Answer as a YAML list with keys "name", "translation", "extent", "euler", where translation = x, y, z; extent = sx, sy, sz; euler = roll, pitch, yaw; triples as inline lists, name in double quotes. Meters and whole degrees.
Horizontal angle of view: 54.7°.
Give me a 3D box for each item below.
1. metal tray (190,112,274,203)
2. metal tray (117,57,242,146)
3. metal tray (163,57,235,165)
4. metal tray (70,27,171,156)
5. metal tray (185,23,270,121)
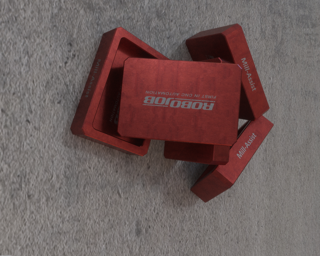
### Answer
- name: "metal tray"
  translation: [0.105, 0.043, 0.454]
  extent: [0.030, 0.090, 0.131]
  euler: [41, 60, 6]
- name: "metal tray"
  translation: [0.022, -0.029, 0.353]
  extent: [0.131, 0.030, 0.089]
  euler: [5, 86, 4]
- name: "metal tray"
  translation: [0.050, -0.020, 0.408]
  extent: [0.030, 0.090, 0.129]
  euler: [8, 85, -40]
- name: "metal tray"
  translation: [-0.041, -0.040, 0.370]
  extent: [0.090, 0.030, 0.130]
  euler: [25, 74, -37]
- name: "metal tray"
  translation: [0.095, -0.076, 0.443]
  extent: [0.030, 0.090, 0.129]
  euler: [-35, 112, -19]
